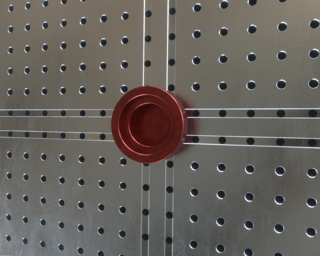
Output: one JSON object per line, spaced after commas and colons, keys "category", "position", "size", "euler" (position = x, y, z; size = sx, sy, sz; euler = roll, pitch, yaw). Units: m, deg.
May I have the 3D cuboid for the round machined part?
{"category": "round machined part", "position": [-0.011, -0.004, 0.407], "size": [0.098, 0.042, 0.097], "euler": [0, 90, 20]}
